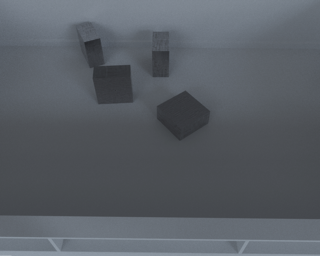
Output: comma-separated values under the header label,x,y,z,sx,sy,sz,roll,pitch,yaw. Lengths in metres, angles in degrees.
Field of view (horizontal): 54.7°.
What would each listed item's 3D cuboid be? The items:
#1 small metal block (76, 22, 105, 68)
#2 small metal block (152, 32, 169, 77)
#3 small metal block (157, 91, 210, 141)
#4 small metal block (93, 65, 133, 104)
label,x,y,z,sx,sy,sz,roll,pitch,yaw
small metal block,-0.113,-0.134,0.501,0.025,0.050,0.050,-19,53,-15
small metal block,0.001,-0.115,0.485,0.025,0.050,0.050,0,50,0
small metal block,0.031,-0.018,0.420,0.050,0.025,0.050,-30,56,-23
small metal block,-0.065,-0.061,0.440,0.050,0.050,0.025,-3,50,-3
